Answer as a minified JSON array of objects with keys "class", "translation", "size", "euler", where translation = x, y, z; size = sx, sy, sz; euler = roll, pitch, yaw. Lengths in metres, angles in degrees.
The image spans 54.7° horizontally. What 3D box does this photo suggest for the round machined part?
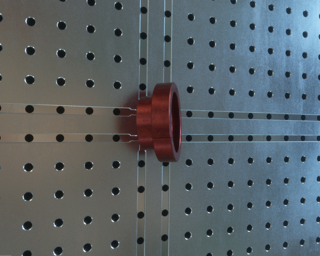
[{"class":"round machined part","translation":[-0.001,-0.006,0.384],"size":[0.042,0.098,0.097],"euler":[-2,91,11]}]
